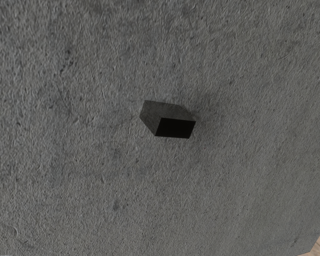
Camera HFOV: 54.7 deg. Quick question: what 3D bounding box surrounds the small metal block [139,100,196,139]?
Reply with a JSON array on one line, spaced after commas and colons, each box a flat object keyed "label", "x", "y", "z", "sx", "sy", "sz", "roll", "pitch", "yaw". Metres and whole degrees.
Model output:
[{"label": "small metal block", "x": 0.009, "y": -0.011, "z": 0.391, "sx": 0.050, "sy": 0.050, "sz": 0.025, "roll": 5, "pitch": 116, "yaw": -31}]
